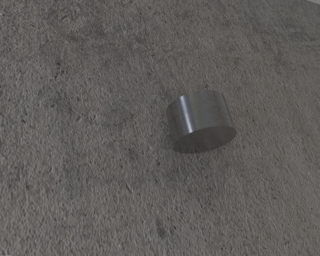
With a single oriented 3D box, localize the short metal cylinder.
[{"bbox_3d":[0.052,-0.006,0.399,0.081,0.080,0.050,2,61,-27],"label":"short metal cylinder"}]
